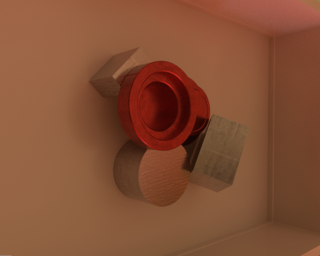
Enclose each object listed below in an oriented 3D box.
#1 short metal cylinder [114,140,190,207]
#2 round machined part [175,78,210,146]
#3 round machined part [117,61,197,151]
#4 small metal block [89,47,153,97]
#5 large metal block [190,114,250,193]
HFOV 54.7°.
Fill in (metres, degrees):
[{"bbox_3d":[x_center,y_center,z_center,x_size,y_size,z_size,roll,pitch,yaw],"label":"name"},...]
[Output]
[{"bbox_3d":[-0.009,0.052,0.383,0.081,0.050,0.079,0,90,-40],"label":"short metal cylinder"},{"bbox_3d":[0.030,-0.024,0.418,0.099,0.042,0.097,0,90,-40],"label":"round machined part"},{"bbox_3d":[-0.007,-0.024,0.351,0.099,0.042,0.097,0,90,-40],"label":"round machined part"},{"bbox_3d":[-0.044,-0.063,0.352,0.025,0.050,0.050,52,60,-28],"label":"small metal block"},{"bbox_3d":[0.076,0.038,0.426,0.050,0.080,0.080,21,72,4],"label":"large metal block"}]
